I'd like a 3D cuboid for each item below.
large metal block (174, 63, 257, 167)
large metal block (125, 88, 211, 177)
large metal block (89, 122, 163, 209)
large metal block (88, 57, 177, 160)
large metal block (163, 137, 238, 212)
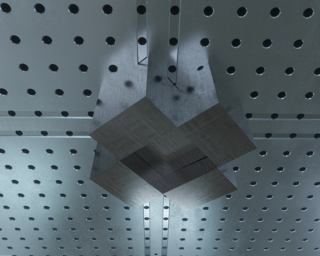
[{"bbox_3d":[0.063,-0.015,0.363,0.050,0.080,0.080,-32,124,23],"label":"large metal block"},{"bbox_3d":[0.012,0.007,0.400,0.080,0.050,0.080,-30,123,25],"label":"large metal block"},{"bbox_3d":[-0.041,0.047,0.415,0.050,0.080,0.080,-32,124,24],"label":"large metal block"},{"bbox_3d":[-0.029,-0.023,0.356,0.080,0.080,0.050,-31,124,24],"label":"large metal block"},{"bbox_3d":[0.051,0.055,0.424,0.080,0.080,0.050,-30,124,23],"label":"large metal block"}]
